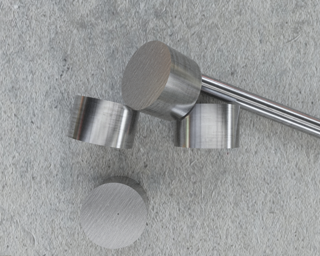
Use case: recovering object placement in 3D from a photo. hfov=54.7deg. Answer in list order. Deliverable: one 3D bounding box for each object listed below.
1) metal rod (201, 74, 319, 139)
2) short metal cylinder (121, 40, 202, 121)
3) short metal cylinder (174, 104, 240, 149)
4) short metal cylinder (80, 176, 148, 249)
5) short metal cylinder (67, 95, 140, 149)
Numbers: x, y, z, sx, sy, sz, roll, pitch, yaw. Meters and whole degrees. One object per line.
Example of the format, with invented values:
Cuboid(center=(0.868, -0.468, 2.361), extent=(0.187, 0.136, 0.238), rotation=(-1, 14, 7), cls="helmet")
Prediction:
Cuboid(center=(0.138, -0.027, 0.410), extent=(0.301, 0.025, 0.025), rotation=(21, 90, 0), cls="metal rod")
Cuboid(center=(0.001, -0.052, 0.355), extent=(0.050, 0.080, 0.080), rotation=(18, 90, -42), cls="short metal cylinder")
Cuboid(center=(0.057, -0.002, 0.383), extent=(0.081, 0.080, 0.050), rotation=(1, 90, 0), cls="short metal cylinder")
Cuboid(center=(-0.056, 0.105, 0.397), extent=(0.081, 0.050, 0.079), rotation=(0, 90, 0), cls="short metal cylinder")
Cuboid(center=(-0.068, -0.007, 0.382), extent=(0.080, 0.080, 0.050), rotation=(12, 90, 0), cls="short metal cylinder")
